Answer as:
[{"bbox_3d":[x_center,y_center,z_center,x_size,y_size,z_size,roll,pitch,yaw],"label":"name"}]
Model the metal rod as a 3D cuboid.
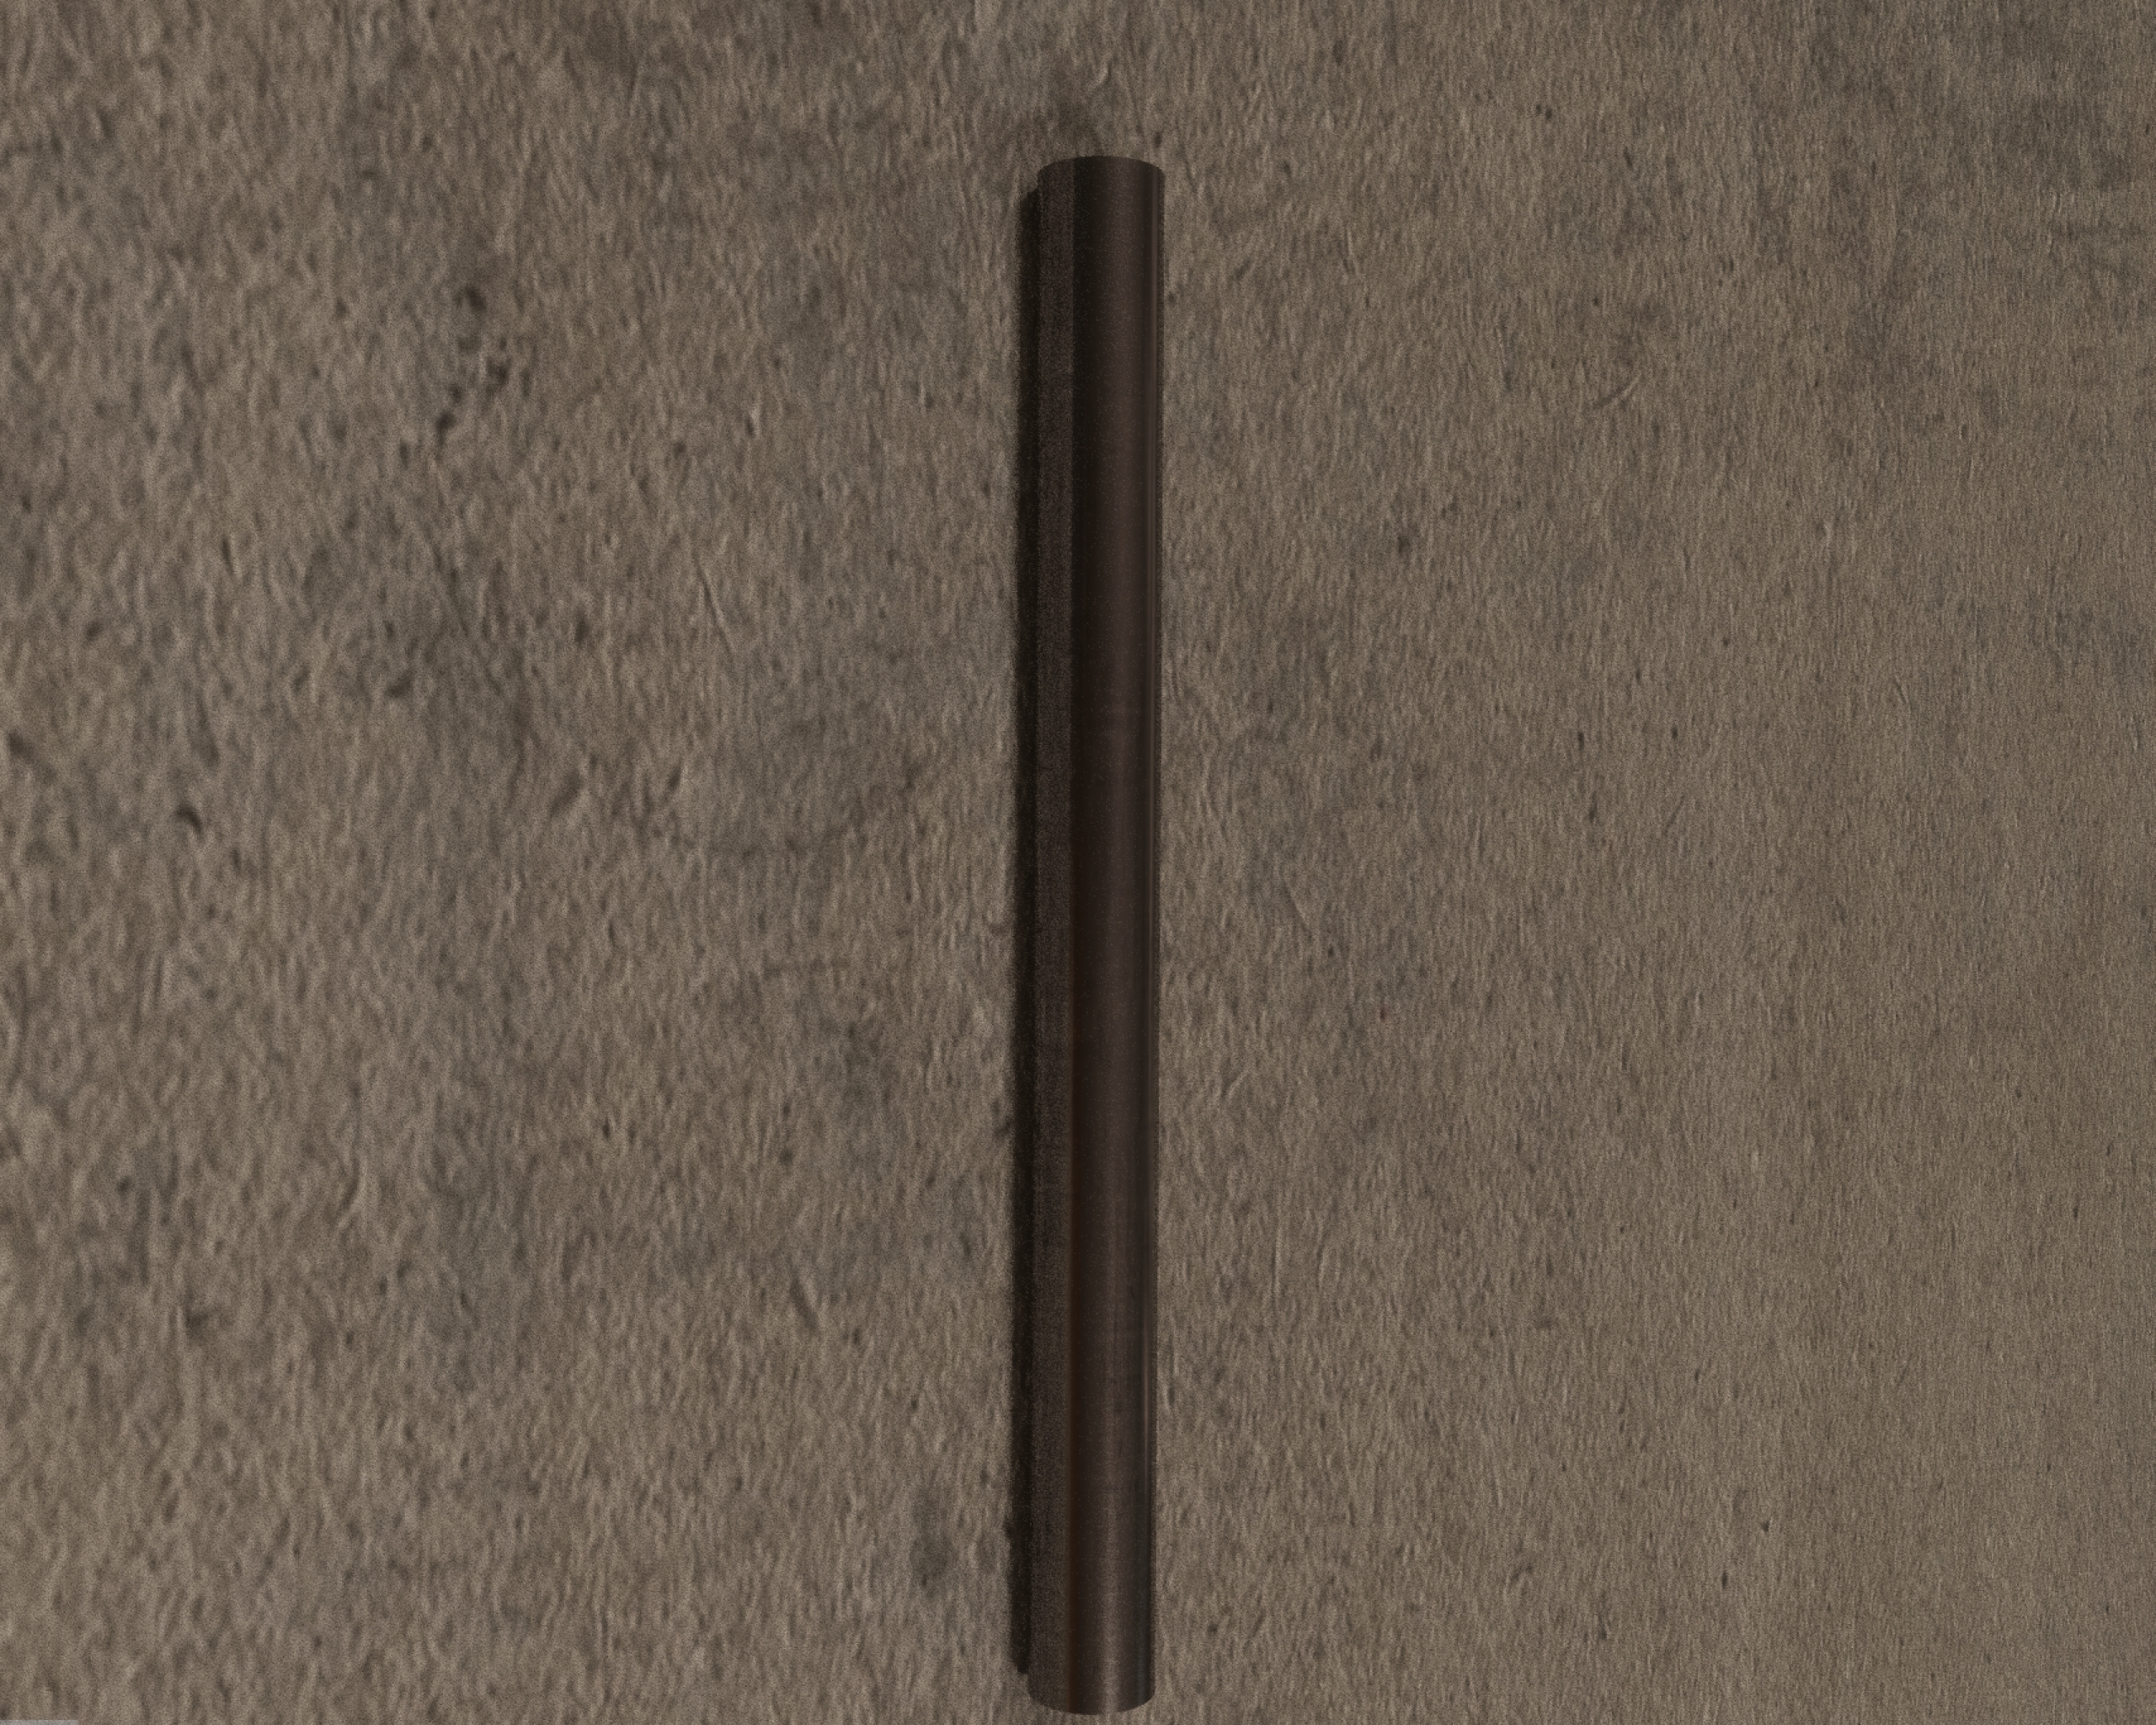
[{"bbox_3d":[0.004,0.014,0.411,0.025,0.025,0.298,0,90,-40],"label":"metal rod"}]
